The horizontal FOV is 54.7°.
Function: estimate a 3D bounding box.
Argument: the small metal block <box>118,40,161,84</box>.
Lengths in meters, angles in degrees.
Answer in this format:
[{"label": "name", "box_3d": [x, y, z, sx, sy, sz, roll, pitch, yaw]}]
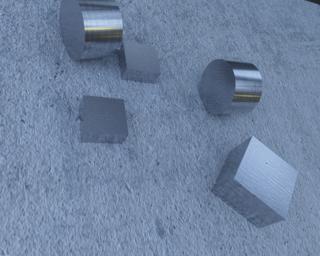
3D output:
[{"label": "small metal block", "box_3d": [-0.031, -0.094, 0.445, 0.050, 0.025, 0.050, 4, 60, -26]}]

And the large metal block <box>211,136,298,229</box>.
[{"label": "large metal block", "box_3d": [0.127, 0.071, 0.412, 0.080, 0.050, 0.080, 38, 51, -3]}]

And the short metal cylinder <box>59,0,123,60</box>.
[{"label": "short metal cylinder", "box_3d": [-0.090, -0.130, 0.399, 0.050, 0.080, 0.080, -15, 70, -34]}]

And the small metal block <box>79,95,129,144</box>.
[{"label": "small metal block", "box_3d": [-0.069, -0.009, 0.373, 0.050, 0.025, 0.050, 4, 60, -27]}]

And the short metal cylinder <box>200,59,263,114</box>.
[{"label": "short metal cylinder", "box_3d": [0.104, -0.060, 0.461, 0.050, 0.080, 0.080, -2, 63, -29]}]
